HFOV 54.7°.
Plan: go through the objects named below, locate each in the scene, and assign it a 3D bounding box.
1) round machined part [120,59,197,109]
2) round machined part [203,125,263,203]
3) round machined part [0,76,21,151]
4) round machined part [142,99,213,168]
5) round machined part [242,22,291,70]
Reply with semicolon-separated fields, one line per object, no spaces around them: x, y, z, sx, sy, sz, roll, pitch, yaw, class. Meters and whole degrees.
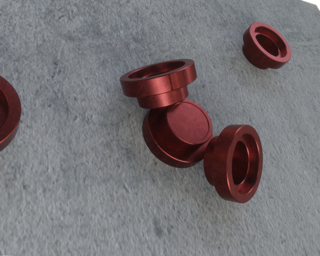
0.000;-0.057;0.406;0.099;0.098;0.042;-32;117;-38;round machined part
0.092;0.044;0.398;0.099;0.042;0.097;-2;92;-49;round machined part
-0.189;-0.010;0.298;0.099;0.042;0.098;14;56;-21;round machined part
0.030;0.000;0.411;0.099;0.042;0.098;14;56;-21;round machined part
0.199;-0.152;0.596;0.099;0.042;0.098;14;56;-21;round machined part
